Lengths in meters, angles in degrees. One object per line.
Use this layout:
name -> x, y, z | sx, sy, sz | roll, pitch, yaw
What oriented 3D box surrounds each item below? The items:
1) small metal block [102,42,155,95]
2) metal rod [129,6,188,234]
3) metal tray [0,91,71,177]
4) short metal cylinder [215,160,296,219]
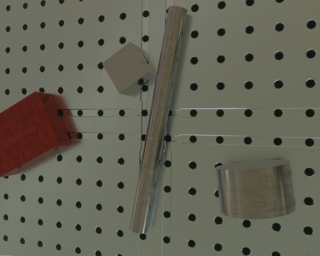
small metal block -> -0.043, -0.081, 0.427 | 0.050, 0.025, 0.050 | -33, 80, 16
metal rod -> -0.003, -0.008, 0.412 | 0.025, 0.025, 0.298 | 11, 94, 19
metal tray -> -0.213, 0.011, 0.483 | 0.130, 0.030, 0.090 | -27, 82, 17
short metal cylinder -> 0.106, 0.066, 0.346 | 0.080, 0.080, 0.050 | -7, 88, 19
